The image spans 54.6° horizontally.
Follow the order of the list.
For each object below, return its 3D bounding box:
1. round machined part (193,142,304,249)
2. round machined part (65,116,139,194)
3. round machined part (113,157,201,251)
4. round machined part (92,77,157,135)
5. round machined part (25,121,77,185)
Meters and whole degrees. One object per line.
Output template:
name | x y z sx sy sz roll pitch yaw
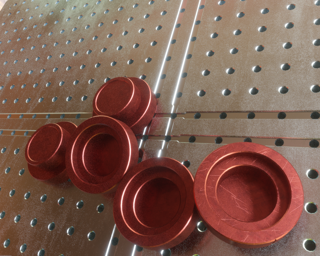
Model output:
round machined part | 0.083 0.066 0.302 0.098 0.042 0.098 -4 59 6
round machined part | -0.070 0.036 0.402 0.098 0.042 0.098 -5 77 24
round machined part | 0.001 0.085 0.346 0.098 0.042 0.098 -13 56 21
round machined part | -0.058 -0.035 0.450 0.098 0.042 0.098 -13 56 21
round machined part | -0.160 0.032 0.463 0.098 0.042 0.098 -13 56 21
